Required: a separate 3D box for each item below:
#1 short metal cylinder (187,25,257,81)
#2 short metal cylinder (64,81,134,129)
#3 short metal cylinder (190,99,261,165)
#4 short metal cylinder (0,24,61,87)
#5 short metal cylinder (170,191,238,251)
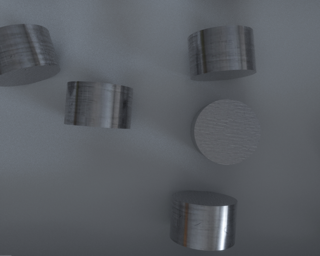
[{"bbox_3d":[0.076,-0.089,0.384,0.080,0.080,0.050,-4,90,0],"label":"short metal cylinder"},{"bbox_3d":[-0.075,-0.027,0.383,0.080,0.080,0.050,4,90,0],"label":"short metal cylinder"},{"bbox_3d":[0.082,0.005,0.399,0.081,0.050,0.080,0,90,0],"label":"short metal cylinder"},{"bbox_3d":[-0.171,-0.087,0.382,0.080,0.080,0.050,-17,90,0],"label":"short metal cylinder"},{"bbox_3d":[0.053,0.111,0.384,0.080,0.080,0.050,3,90,0],"label":"short metal cylinder"}]
